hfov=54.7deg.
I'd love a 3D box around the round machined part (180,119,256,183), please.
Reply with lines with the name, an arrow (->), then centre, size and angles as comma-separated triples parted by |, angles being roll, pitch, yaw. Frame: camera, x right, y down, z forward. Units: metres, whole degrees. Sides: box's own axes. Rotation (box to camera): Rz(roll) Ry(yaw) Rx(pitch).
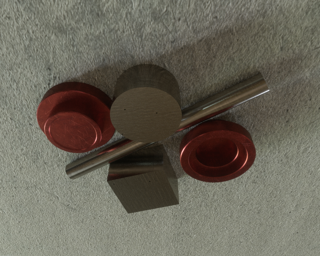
round machined part -> 0.076, 0.027, 0.421 | 0.099, 0.042, 0.097 | 0, 130, 0

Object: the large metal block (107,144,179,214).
large metal block -> -0.022, 0.076, 0.458 | 0.080, 0.050, 0.080 | -13, 129, 11

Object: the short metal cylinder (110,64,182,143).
short metal cylinder -> -0.016, -0.029, 0.367 | 0.081, 0.050, 0.079 | 0, 130, 0

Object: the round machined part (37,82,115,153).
round machined part -> -0.105, -0.006, 0.391 | 0.099, 0.042, 0.097 | 0, 130, 0

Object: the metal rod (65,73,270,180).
metal rod -> -0.004, 0.006, 0.414 | 0.300, 0.025, 0.025 | -25, 126, 19
